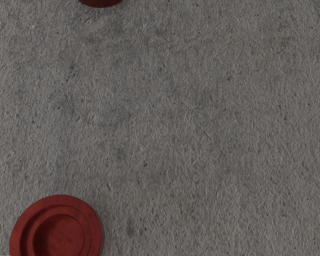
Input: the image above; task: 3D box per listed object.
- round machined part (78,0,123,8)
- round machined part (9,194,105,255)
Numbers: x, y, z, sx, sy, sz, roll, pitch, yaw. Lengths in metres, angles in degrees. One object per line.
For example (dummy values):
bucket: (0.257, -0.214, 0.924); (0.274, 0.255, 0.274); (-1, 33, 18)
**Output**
round machined part: (-0.095, -0.243, 0.487); (0.099, 0.042, 0.098); (0, 70, 0)
round machined part: (-0.112, 0.128, 0.352); (0.099, 0.042, 0.098); (0, 70, 0)
